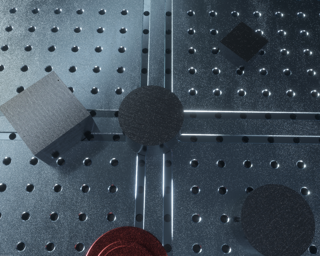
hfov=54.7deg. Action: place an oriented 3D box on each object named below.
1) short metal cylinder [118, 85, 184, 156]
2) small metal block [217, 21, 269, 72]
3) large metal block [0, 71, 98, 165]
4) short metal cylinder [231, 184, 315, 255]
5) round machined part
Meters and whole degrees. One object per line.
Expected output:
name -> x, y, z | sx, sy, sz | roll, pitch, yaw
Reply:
short metal cylinder -> -0.011, -0.008, 0.401 | 0.081, 0.050, 0.080 | 0, 70, 0
small metal block -> 0.122, -0.121, 0.457 | 0.050, 0.025, 0.050 | 42, 75, 13
large metal block -> -0.141, -0.013, 0.401 | 0.080, 0.050, 0.080 | -39, 75, -13
short metal cylinder -> 0.128, 0.109, 0.360 | 0.081, 0.050, 0.080 | 0, 70, 0
round machined part -> -0.037, 0.160, 0.344 | 0.099, 0.042, 0.098 | 0, 70, -1
